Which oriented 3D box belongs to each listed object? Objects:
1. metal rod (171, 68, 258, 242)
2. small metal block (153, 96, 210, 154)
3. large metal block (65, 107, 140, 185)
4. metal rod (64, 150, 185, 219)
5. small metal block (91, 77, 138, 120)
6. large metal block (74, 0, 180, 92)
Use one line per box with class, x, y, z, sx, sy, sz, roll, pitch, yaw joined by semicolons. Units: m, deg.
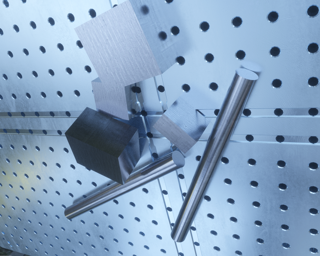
metal rod;0.061;0.059;0.415;0.025;0.025;0.298;25;127;13
small metal block;0.027;-0.005;0.378;0.050;0.050;0.025;41;129;0
large metal block;-0.077;0.027;0.436;0.080;0.050;0.080;23;147;14
metal rod;-0.075;0.104;0.515;0.299;0.025;0.025;-32;101;38
small metal block;-0.060;-0.042;0.417;0.050;0.025;0.050;10;123;23
large metal block;-0.036;-0.096;0.355;0.080;0.050;0.080;-13;112;33
